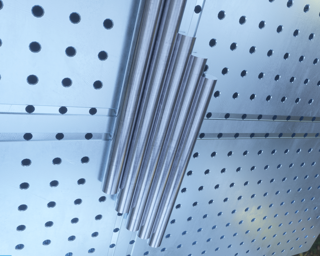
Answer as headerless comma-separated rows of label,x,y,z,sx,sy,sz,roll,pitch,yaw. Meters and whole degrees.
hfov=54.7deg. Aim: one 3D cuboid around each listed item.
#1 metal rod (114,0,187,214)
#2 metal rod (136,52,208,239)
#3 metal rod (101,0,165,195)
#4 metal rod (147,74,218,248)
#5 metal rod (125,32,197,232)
metal rod,-0.018,-0.014,0.393,0.025,0.025,0.298,1,118,-29
metal rod,0.010,0.041,0.443,0.025,0.025,0.298,1,118,-29
metal rod,-0.032,-0.047,0.365,0.025,0.025,0.298,1,118,-29
metal rod,0.026,0.063,0.466,0.025,0.025,0.298,1,118,-29
metal rod,-0.006,0.021,0.422,0.025,0.025,0.298,1,118,-29
